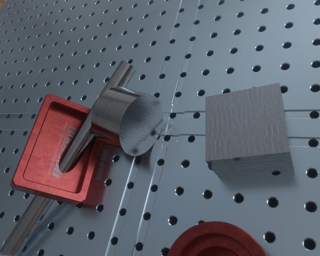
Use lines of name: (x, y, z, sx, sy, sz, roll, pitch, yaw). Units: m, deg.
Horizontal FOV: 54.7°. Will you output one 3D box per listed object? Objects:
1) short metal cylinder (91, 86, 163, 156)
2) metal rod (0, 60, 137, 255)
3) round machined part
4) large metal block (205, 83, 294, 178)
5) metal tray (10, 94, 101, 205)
short metal cylinder: (-0.041, -0.010, 0.400, 0.050, 0.080, 0.080, 19, 72, 35)
metal rod: (-0.122, 0.040, 0.422, 0.025, 0.025, 0.299, 29, 85, 37)
round machined part: (0.055, 0.140, 0.283, 0.098, 0.042, 0.098, -13, 56, 21)
large metal block: (0.096, 0.005, 0.339, 0.080, 0.050, 0.080, -9, 58, 23)
metal tray: (-0.131, 0.028, 0.417, 0.030, 0.091, 0.130, -35, 39, 55)
